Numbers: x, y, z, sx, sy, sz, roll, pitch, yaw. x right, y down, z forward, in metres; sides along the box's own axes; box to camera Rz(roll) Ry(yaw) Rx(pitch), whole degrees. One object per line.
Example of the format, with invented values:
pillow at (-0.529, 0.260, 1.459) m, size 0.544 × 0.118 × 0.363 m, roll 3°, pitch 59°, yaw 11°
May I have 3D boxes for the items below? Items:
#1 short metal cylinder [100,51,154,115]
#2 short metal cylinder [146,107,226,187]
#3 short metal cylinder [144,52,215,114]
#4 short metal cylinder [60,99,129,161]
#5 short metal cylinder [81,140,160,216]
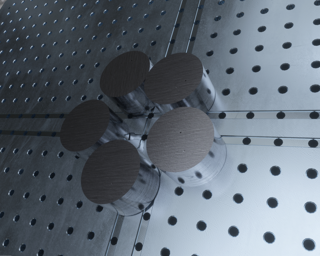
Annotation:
short metal cylinder at (-0.040, -0.065, 0.452) m, size 0.080 × 0.050 × 0.080 m, roll -13°, pitch 56°, yaw 21°
short metal cylinder at (0.031, 0.022, 0.361) m, size 0.080 × 0.050 × 0.080 m, roll -13°, pitch 58°, yaw 21°
short metal cylinder at (0.026, -0.052, 0.409) m, size 0.080 × 0.050 × 0.080 m, roll -13°, pitch 56°, yaw 21°
short metal cylinder at (-0.091, 0.007, 0.436) m, size 0.080 × 0.050 × 0.080 m, roll -13°, pitch 57°, yaw 21°
short metal cylinder at (-0.048, 0.061, 0.378) m, size 0.080 × 0.050 × 0.080 m, roll -14°, pitch 55°, yaw 21°
